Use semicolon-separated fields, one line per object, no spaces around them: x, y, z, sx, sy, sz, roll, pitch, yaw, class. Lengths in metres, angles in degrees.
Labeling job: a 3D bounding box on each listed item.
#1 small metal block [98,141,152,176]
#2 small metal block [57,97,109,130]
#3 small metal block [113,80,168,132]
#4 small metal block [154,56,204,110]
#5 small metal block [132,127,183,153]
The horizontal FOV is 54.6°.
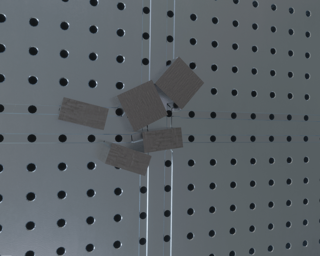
-0.044;0.037;0.383;0.050;0.050;0.025;21;83;-19;small metal block
-0.092;-0.016;0.365;0.050;0.050;0.025;14;85;-20;small metal block
-0.025;-0.028;0.403;0.050;0.025;0.050;-28;99;-18;small metal block
0.023;-0.059;0.421;0.050;0.025;0.050;43;76;-15;small metal block
-0.005;0.014;0.397;0.050;0.050;0.025;-7;93;-20;small metal block
